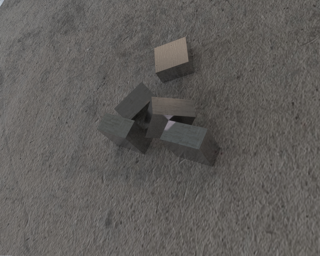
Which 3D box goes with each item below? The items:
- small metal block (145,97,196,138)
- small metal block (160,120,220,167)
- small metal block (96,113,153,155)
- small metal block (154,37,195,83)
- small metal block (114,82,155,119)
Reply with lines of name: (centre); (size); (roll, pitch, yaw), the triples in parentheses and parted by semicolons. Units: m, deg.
small metal block: (0.010, -0.011, 0.376); (0.050, 0.050, 0.025); (3, 56, -12)
small metal block: (0.036, 0.018, 0.358); (0.050, 0.050, 0.025); (13, 69, 33)
small metal block: (-0.046, 0.008, 0.407); (0.050, 0.050, 0.025); (15, 70, 34)
small metal block: (0.021, -0.100, 0.454); (0.050, 0.025, 0.050); (-16, 55, 19)
small metal block: (-0.035, -0.034, 0.425); (0.050, 0.050, 0.025); (-45, 95, -3)
